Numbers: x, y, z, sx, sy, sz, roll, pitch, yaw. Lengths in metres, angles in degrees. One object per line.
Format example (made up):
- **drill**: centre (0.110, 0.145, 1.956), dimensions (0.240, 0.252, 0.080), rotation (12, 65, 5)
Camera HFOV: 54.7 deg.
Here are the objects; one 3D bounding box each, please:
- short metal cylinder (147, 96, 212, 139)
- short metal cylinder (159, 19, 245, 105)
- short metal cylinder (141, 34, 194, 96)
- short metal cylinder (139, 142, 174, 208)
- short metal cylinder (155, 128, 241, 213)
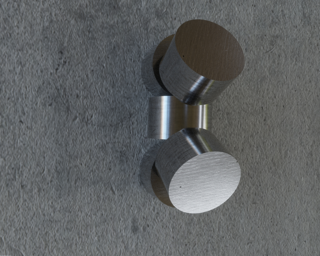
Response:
- **short metal cylinder**: centre (0.025, -0.011, 0.391), dimensions (0.081, 0.080, 0.050), rotation (2, 90, -20)
- **short metal cylinder**: centre (0.045, -0.072, 0.344), dimensions (0.081, 0.050, 0.080), rotation (9, 62, -17)
- **short metal cylinder**: centre (0.021, -0.077, 0.405), dimensions (0.081, 0.050, 0.080), rotation (0, 90, -20)
- **short metal cylinder**: centre (0.018, 0.058, 0.404), dimensions (0.081, 0.050, 0.080), rotation (0, 90, -20)
- **short metal cylinder**: centre (0.040, 0.046, 0.341), dimensions (0.081, 0.050, 0.079), rotation (-8, 120, -14)
